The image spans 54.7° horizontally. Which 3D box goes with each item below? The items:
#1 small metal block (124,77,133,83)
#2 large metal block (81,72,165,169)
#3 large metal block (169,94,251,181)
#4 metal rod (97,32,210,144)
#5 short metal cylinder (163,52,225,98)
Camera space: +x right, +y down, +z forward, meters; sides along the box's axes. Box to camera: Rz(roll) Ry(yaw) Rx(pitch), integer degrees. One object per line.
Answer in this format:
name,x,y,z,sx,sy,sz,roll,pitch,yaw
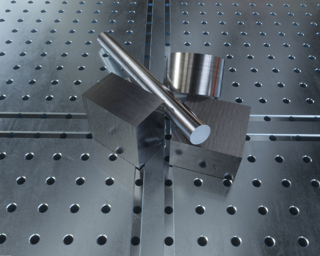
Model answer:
small metal block,-0.040,-0.047,0.447,0.050,0.025,0.050,-19,53,-16
large metal block,-0.042,-0.009,0.378,0.080,0.080,0.050,30,56,22
large metal block,0.062,0.010,0.383,0.080,0.050,0.080,14,51,11
metal rod,-0.027,-0.073,0.430,0.025,0.025,0.300,-22,42,-18
short metal cylinder,0.045,-0.070,0.422,0.080,0.080,0.050,7,94,5
